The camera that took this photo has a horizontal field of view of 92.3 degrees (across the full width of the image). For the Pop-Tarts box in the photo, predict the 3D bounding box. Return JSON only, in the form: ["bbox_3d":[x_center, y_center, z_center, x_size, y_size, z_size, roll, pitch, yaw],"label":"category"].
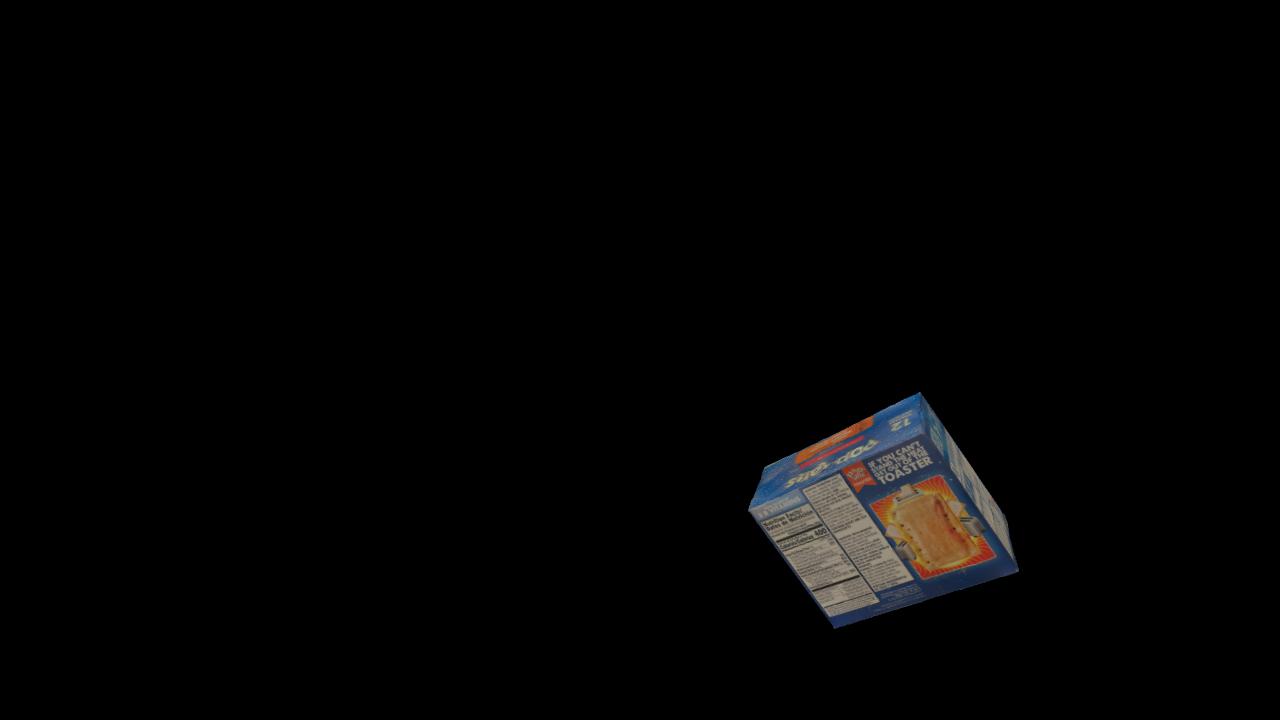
[{"bbox_3d":[0.210,0.135,0.546,0.167,0.141,0.083,-34,6,28],"label":"Pop-Tarts box"}]
